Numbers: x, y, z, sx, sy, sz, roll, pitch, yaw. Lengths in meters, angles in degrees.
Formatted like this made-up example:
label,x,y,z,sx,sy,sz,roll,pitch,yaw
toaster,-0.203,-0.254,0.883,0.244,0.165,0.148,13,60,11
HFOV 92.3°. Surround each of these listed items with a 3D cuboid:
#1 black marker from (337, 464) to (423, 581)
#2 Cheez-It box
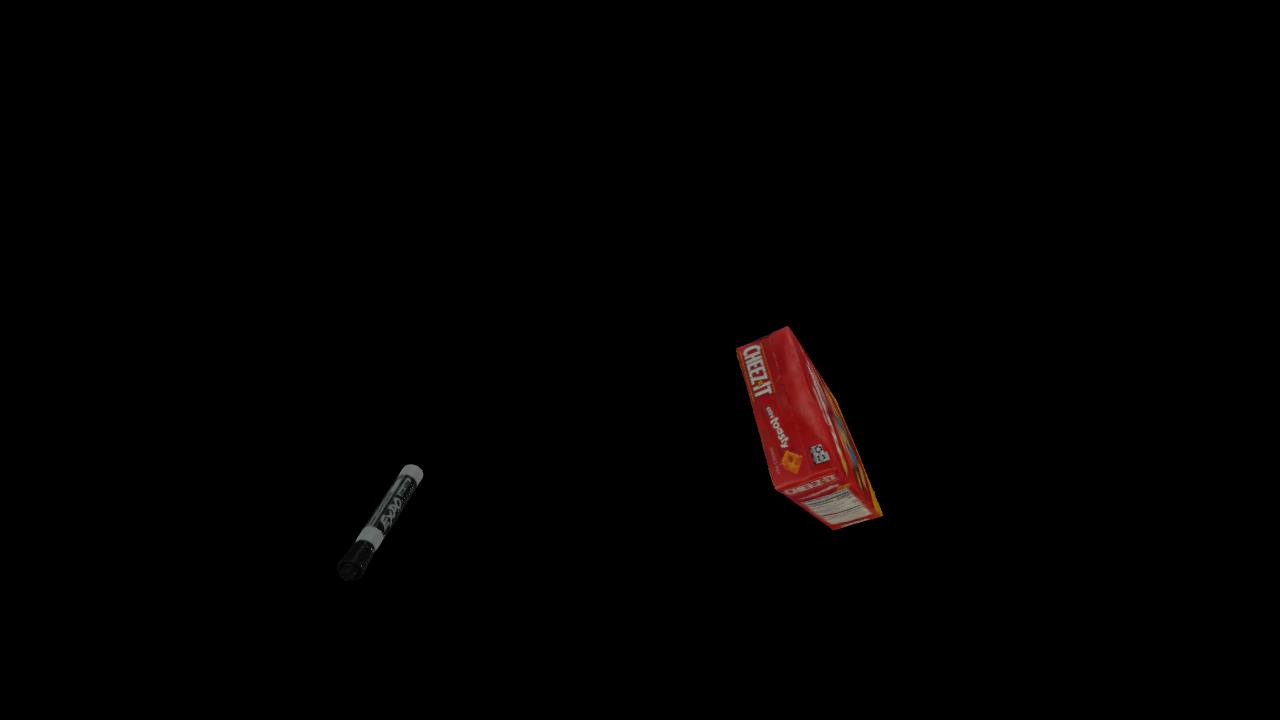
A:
label,x,y,z,sx,sy,sz,roll,pitch,yaw
black marker,-0.201,0.125,0.482,0.020,0.020,0.121,0,26,3
Cheez-It box,0.193,0.087,0.694,0.071,0.166,0.223,-24,-34,19
